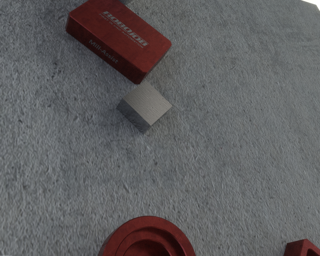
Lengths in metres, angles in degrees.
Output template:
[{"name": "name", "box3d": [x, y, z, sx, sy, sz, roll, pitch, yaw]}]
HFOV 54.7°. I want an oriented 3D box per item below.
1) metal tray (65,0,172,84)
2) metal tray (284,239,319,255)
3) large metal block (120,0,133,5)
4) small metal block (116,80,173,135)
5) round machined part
[{"name": "metal tray", "box3d": [-0.057, -0.134, 0.453, 0.130, 0.030, 0.090, 37, 51, -4]}, {"name": "metal tray", "box3d": [0.182, 0.214, 0.370, 0.090, 0.030, 0.131, 40, 51, -1]}, {"name": "large metal block", "box3d": [-0.063, -0.259, 0.494, 0.080, 0.080, 0.050, 38, 51, -3]}, {"name": "small metal block", "box3d": [-0.020, -0.028, 0.411, 0.050, 0.025, 0.050, 44, 51, 2]}, {"name": "round machined part", "box3d": [-0.015, 0.139, 0.301, 0.099, 0.042, 0.098, 14, 56, -21]}]
